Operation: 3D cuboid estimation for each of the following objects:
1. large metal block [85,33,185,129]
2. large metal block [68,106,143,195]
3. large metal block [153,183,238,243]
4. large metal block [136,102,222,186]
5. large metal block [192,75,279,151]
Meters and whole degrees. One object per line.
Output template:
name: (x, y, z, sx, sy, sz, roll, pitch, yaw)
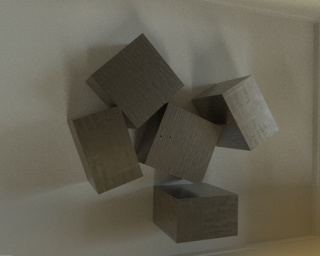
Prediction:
large metal block: (-0.032, -0.055, 0.384, 0.080, 0.050, 0.080, -44, 104, -15)
large metal block: (-0.066, 0.022, 0.356, 0.050, 0.080, 0.080, -20, 97, -19)
large metal block: (0.043, 0.104, 0.398, 0.081, 0.080, 0.050, 1, 90, -20)
large metal block: (0.022, 0.021, 0.405, 0.080, 0.050, 0.080, 24, 82, -19)
large metal block: (0.099, -0.019, 0.417, 0.050, 0.080, 0.080, -33, 101, -17)
